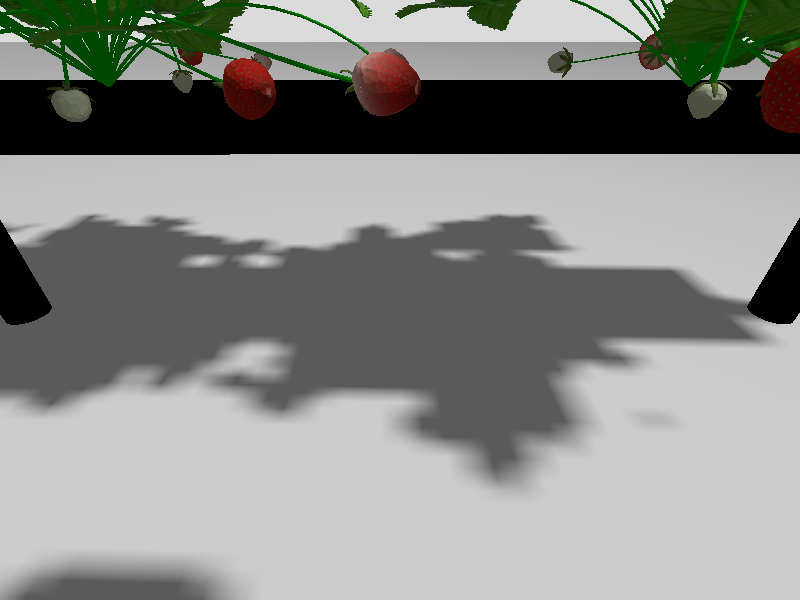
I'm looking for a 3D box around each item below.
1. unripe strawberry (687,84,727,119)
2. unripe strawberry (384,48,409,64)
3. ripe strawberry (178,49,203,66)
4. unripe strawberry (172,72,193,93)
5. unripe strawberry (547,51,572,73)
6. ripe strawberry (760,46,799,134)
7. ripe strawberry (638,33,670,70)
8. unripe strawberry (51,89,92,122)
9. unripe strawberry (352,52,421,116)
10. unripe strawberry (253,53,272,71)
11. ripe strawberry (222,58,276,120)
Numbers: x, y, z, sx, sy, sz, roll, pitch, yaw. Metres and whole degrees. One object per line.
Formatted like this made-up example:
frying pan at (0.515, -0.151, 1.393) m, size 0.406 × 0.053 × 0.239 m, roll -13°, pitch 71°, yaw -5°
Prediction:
unripe strawberry at (0.107, -0.070, 0.140) m, size 0.011 × 0.011 × 0.010 m, roll 19°, pitch 38°, yaw 25°
unripe strawberry at (-0.004, -0.199, 0.339) m, size 0.025 × 0.024 × 0.023 m, roll -4°, pitch 34°, yaw -10°
ripe strawberry at (-0.258, -0.306, 0.495) m, size 0.028 × 0.029 × 0.030 m, roll -4°, pitch 25°, yaw -7°
unripe strawberry at (-0.130, -0.131, 0.241) m, size 0.011 × 0.011 × 0.011 m, roll 24°, pitch 41°, yaw 31°
unripe strawberry at (0.156, -0.233, 0.392) m, size 0.022 × 0.019 × 0.022 m, roll -20°, pitch 38°, yaw -27°
ripe strawberry at (0.164, -0.081, 0.153) m, size 0.039 × 0.033 × 0.039 m, roll 11°, pitch 36°, yaw 15°
ripe strawberry at (0.288, -0.280, 0.451) m, size 0.034 × 0.036 × 0.037 m, roll 11°, pitch 35°, yaw 16°
unripe strawberry at (-0.153, -0.090, 0.187) m, size 0.015 × 0.014 × 0.014 m, roll -16°, pitch -7°, yaw -22°
unripe strawberry at (-0.005, -0.103, 0.192) m, size 0.032 × 0.027 × 0.032 m, roll 19°, pitch 39°, yaw 25°
unripe strawberry at (-0.140, -0.245, 0.412) m, size 0.018 × 0.019 × 0.019 m, roll 20°, pitch 38°, yaw 27°
ripe strawberry at (-0.072, -0.103, 0.196) m, size 0.027 × 0.027 × 0.025 m, roll 26°, pitch 42°, yaw 32°
